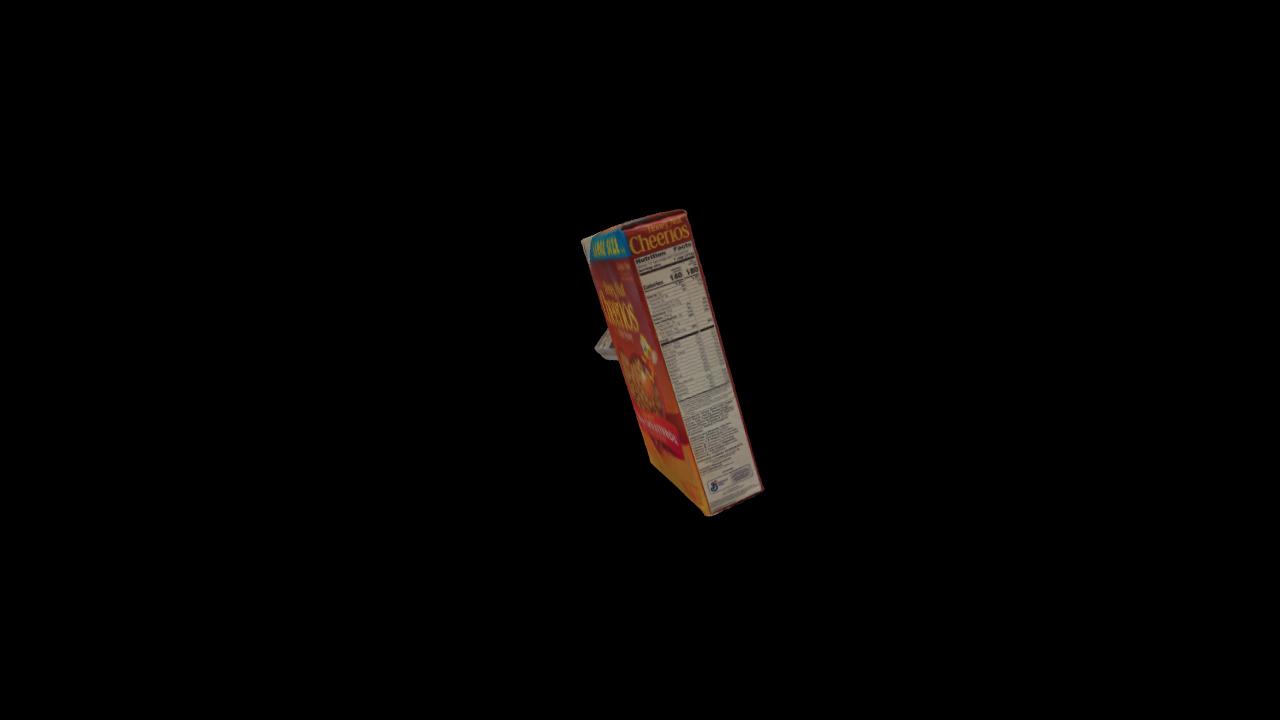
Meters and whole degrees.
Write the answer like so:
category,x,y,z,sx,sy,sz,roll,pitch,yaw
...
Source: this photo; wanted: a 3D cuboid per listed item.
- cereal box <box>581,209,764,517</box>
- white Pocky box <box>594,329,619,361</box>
category,x,y,z,sx,sy,sz,roll,pitch,yaw
cereal box,0.027,-0.005,0.691,0.081,0.306,0.203,-21,14,-13
white Pocky box,0.005,-0.037,0.768,0.028,0.084,0.154,42,-18,-24
